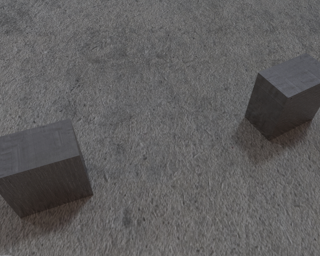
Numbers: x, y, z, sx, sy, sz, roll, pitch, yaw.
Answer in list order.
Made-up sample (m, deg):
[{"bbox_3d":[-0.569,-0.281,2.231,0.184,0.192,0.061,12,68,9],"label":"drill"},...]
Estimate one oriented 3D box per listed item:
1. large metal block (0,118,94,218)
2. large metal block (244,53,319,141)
[{"bbox_3d":[-0.123,0.044,0.329,0.081,0.080,0.050,-16,52,-13],"label":"large metal block"},{"bbox_3d":[0.166,-0.040,0.402,0.081,0.080,0.050,-23,54,-18],"label":"large metal block"}]
